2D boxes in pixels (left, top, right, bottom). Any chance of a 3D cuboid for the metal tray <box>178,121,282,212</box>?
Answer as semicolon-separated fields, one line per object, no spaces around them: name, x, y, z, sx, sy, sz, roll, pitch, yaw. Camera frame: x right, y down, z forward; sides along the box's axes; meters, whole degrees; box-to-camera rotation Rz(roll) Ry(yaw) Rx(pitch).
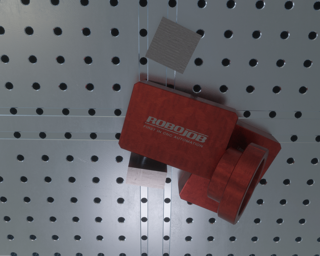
metal tray;0.093;0.055;0.432;0.090;0.030;0.129;24;108;-9

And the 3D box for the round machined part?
round machined part;0.091;0.062;0.373;0.042;0.099;0.097;24;111;24

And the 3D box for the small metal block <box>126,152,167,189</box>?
small metal block;-0.018;0.056;0.420;0.050;0.050;0.025;9;110;-4

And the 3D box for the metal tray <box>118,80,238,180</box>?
metal tray;0.022;0.001;0.392;0.131;0.030;0.089;19;106;8

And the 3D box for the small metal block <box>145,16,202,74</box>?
small metal block;0.015;-0.101;0.376;0.050;0.025;0.050;24;108;-9
